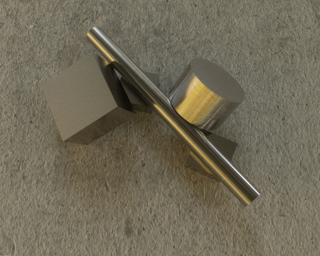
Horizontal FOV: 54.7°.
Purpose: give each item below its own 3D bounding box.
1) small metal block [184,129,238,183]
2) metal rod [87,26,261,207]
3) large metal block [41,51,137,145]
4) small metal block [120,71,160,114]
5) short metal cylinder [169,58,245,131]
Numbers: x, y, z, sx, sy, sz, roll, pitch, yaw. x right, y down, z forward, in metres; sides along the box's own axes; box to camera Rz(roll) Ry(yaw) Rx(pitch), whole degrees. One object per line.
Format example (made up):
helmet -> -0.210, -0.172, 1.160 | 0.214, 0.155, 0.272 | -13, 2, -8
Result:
small metal block -> 0.065, 0.035, 0.398 | 0.050, 0.025, 0.050 | 23, 71, 8
metal rod -> 0.007, -0.024, 0.392 | 0.025, 0.025, 0.300 | -39, 75, -13
large metal block -> -0.089, -0.035, 0.390 | 0.080, 0.050, 0.080 | -31, 72, 13
small metal block -> -0.030, -0.051, 0.428 | 0.050, 0.025, 0.050 | 12, 70, 4
short metal cylinder -> 0.059, -0.043, 0.391 | 0.080, 0.050, 0.080 | 23, 37, -19
